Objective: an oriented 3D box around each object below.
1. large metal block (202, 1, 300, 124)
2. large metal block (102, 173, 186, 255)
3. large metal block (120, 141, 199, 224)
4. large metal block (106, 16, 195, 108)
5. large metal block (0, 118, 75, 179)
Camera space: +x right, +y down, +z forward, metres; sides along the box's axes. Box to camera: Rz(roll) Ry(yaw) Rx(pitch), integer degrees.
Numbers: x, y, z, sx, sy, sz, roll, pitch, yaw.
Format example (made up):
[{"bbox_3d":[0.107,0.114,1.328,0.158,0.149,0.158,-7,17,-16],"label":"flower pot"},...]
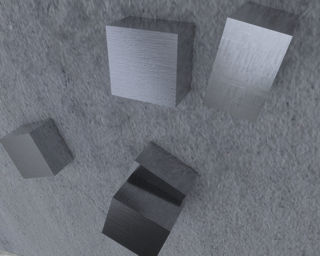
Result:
[{"bbox_3d":[0.085,-0.064,0.287,0.050,0.080,0.079,22,127,14],"label":"large metal block"},{"bbox_3d":[-0.023,0.120,0.411,0.080,0.050,0.079,28,128,10],"label":"large metal block"},{"bbox_3d":[-0.005,0.079,0.441,0.080,0.050,0.079,34,129,5],"label":"large metal block"},{"bbox_3d":[-0.009,-0.076,0.347,0.080,0.050,0.079,13,124,20],"label":"large metal block"},{"bbox_3d":[-0.205,0.036,0.518,0.080,0.050,0.080,-10,114,32],"label":"large metal block"}]
